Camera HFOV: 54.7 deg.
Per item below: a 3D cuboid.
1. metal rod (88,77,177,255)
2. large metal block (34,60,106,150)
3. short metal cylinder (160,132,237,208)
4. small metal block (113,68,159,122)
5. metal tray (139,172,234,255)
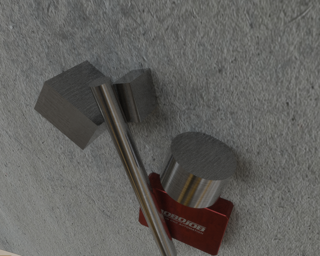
[{"bbox_3d":[-0.026,0.073,0.409,0.025,0.025,0.298,-1,124,28],"label":"metal rod"},{"bbox_3d":[-0.097,-0.032,0.401,0.080,0.080,0.050,40,129,0],"label":"large metal block"},{"bbox_3d":[0.045,0.049,0.377,0.080,0.080,0.050,27,128,11],"label":"short metal cylinder"},{"bbox_3d":[-0.028,-0.040,0.379,0.025,0.050,0.050,0,119,28],"label":"small metal block"},{"bbox_3d":[0.035,0.128,0.464,0.130,0.030,0.089,18,126,17],"label":"metal tray"}]
